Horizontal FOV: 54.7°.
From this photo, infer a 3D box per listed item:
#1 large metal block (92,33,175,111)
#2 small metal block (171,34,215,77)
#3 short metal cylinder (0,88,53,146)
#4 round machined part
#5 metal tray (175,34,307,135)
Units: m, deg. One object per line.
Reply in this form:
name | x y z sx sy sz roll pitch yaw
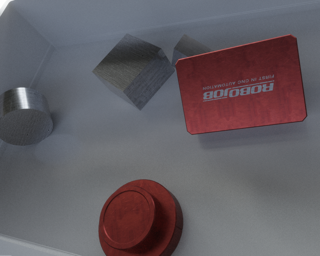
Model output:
large metal block | -0.039 -0.085 0.461 0.080 0.050 0.080 34 81 38
small metal block | 0.044 -0.090 0.409 0.050 0.050 0.025 32 78 6
short metal cylinder | -0.216 -0.017 0.492 0.080 0.080 0.050 -33 52 6
round machined part | -0.027 0.103 0.345 0.098 0.042 0.098 -13 56 20
metal tray | 0.090 -0.045 0.351 0.130 0.030 0.089 -8 96 23
